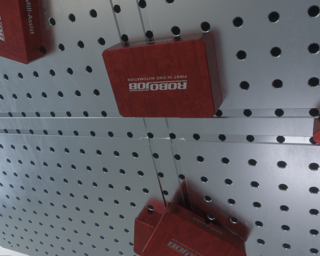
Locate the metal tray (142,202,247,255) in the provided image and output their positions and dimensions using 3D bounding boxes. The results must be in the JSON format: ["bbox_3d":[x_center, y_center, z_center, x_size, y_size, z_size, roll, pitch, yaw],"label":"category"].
[{"bbox_3d":[0.051,0.181,0.467,0.130,0.030,0.090,28,107,4],"label":"metal tray"}]

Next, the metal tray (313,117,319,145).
[{"bbox_3d":[0.229,0.014,0.295,0.130,0.030,0.089,38,129,3],"label":"metal tray"}]

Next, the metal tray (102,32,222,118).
[{"bbox_3d":[0.002,-0.059,0.371,0.130,0.030,0.090,1,119,27],"label":"metal tray"}]

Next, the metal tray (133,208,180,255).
[{"bbox_3d":[0.021,0.196,0.519,0.130,0.030,0.089,17,125,18],"label":"metal tray"}]

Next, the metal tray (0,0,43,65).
[{"bbox_3d":[-0.212,-0.161,0.421,0.090,0.030,0.129,19,126,17],"label":"metal tray"}]
